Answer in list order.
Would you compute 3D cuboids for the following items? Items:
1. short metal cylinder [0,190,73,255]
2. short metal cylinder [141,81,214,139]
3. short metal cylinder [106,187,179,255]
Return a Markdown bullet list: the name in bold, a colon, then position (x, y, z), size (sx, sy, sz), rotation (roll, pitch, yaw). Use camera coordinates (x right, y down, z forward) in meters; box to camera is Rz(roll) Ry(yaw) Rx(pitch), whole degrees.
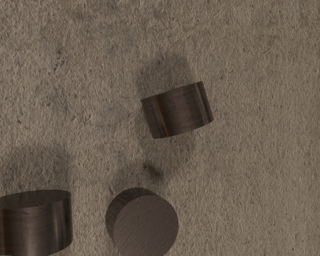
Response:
- **short metal cylinder**: position (-0.136, 0.099, 0.330), size (0.081, 0.080, 0.050), rotation (-3, 91, -20)
- **short metal cylinder**: position (0.021, -0.023, 0.389), size (0.081, 0.080, 0.050), rotation (-20, 97, -19)
- **short metal cylinder**: position (-0.024, 0.119, 0.388), size (0.081, 0.050, 0.079), rotation (0, 90, -21)
